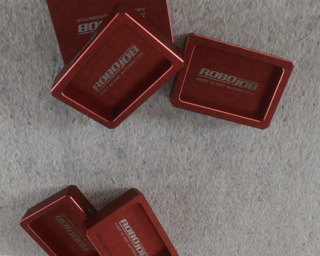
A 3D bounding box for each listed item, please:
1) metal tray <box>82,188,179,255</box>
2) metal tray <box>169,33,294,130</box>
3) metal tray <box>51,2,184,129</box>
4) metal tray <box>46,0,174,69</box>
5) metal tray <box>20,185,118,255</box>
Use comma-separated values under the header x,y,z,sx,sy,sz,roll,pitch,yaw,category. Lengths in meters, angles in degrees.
x,y,z,sx,sy,sz,roll,pitch,yaw,category
-0.039,0.164,0.447,0.090,0.030,0.129,-33,109,-17,metal tray
0.085,-0.057,0.387,0.131,0.030,0.089,14,109,-6,metal tray
-0.049,-0.064,0.353,0.090,0.030,0.130,33,121,-30,metal tray
-0.055,-0.125,0.360,0.131,0.030,0.089,-9,110,3,metal tray
-0.129,0.158,0.463,0.090,0.030,0.130,-31,108,10,metal tray
